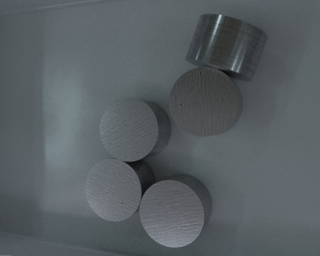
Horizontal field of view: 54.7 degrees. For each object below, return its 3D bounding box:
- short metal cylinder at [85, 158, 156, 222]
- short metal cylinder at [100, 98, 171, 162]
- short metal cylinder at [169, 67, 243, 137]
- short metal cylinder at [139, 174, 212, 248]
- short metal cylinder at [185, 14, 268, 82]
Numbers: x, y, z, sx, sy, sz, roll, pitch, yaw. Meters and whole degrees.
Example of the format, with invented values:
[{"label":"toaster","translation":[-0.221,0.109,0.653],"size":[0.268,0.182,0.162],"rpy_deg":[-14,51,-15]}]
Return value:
[{"label":"short metal cylinder","translation":[-0.052,0.078,0.415],"size":[0.080,0.050,0.080],"rpy_deg":[0,90,20]},{"label":"short metal cylinder","translation":[-0.031,0.002,0.408],"size":[0.080,0.050,0.080],"rpy_deg":[0,90,20]},{"label":"short metal cylinder","translation":[0.057,-0.030,0.377],"size":[0.080,0.050,0.080],"rpy_deg":[0,90,20]},{"label":"short metal cylinder","translation":[0.021,0.101,0.390],"size":[0.080,0.050,0.080],"rpy_deg":[0,90,20]},{"label":"short metal cylinder","translation":[0.075,-0.090,0.355],"size":[0.080,0.080,0.050],"rpy_deg":[21,97,18]}]
